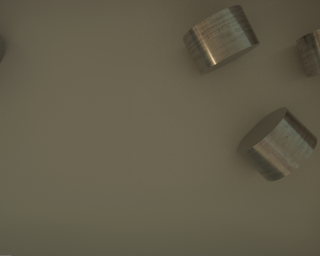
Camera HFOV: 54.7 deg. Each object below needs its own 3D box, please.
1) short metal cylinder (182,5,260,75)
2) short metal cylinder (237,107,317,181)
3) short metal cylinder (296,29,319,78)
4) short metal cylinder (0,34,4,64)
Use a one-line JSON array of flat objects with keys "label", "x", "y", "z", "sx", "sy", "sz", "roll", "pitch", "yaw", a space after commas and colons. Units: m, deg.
[{"label": "short metal cylinder", "x": 0.075, "y": -0.107, "z": 0.385, "sx": 0.080, "sy": 0.080, "sz": 0.050, "roll": -27, "pitch": 90, "yaw": 0}, {"label": "short metal cylinder", "x": 0.144, "y": 0.020, "z": 0.386, "sx": 0.050, "sy": 0.080, "sz": 0.080, "roll": 45, "pitch": 90, "yaw": 0}, {"label": "short metal cylinder", "x": 0.219, "y": -0.099, "z": 0.387, "sx": 0.080, "sy": 0.080, "sz": 0.050, "roll": -17, "pitch": 90, "yaw": 0}, {"label": "short metal cylinder", "x": -0.241, "y": -0.095, "z": 0.381, "sx": 0.050, "sy": 0.080, "sz": 0.080, "roll": 29, "pitch": 90, "yaw": 0}]
